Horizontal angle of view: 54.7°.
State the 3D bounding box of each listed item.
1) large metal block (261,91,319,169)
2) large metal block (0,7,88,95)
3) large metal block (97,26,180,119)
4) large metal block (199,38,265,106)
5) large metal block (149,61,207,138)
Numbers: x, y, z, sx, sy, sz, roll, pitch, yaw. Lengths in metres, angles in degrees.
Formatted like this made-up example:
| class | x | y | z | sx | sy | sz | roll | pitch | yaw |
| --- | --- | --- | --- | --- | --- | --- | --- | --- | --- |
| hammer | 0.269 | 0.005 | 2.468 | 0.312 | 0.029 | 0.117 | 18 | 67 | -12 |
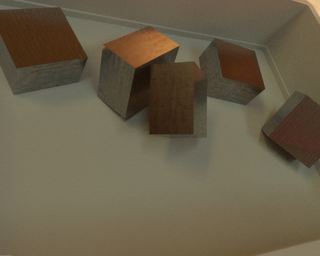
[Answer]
| class | x | y | z | sx | sy | sz | roll | pitch | yaw |
| --- | --- | --- | --- | --- | --- | --- | --- | --- | --- |
| large metal block | 0.220 | 0.001 | 0.479 | 0.080 | 0.080 | 0.050 | 38 | 14 | -3 |
| large metal block | -0.145 | -0.093 | 0.368 | 0.081 | 0.050 | 0.080 | -19 | 72 | -35 |
| large metal block | -0.029 | -0.071 | 0.392 | 0.050 | 0.079 | 0.080 | 38 | 49 | 18 |
| large metal block | 0.115 | -0.091 | 0.507 | 0.081 | 0.050 | 0.080 | 10 | 57 | -23 |
| large metal block | 0.025 | -0.030 | 0.378 | 0.080 | 0.050 | 0.080 | 14 | 76 | -71 |
